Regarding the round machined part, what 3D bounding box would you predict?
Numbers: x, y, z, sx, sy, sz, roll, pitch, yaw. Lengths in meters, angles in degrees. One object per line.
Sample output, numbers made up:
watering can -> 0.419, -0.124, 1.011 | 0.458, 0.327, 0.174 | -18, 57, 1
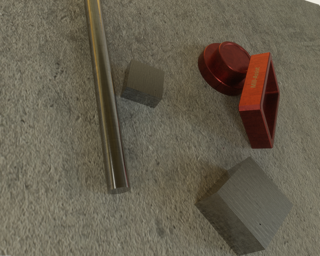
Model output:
round machined part -> 0.117, -0.106, 0.520 | 0.099, 0.042, 0.098 | 14, 56, -21

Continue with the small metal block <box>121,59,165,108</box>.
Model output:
small metal block -> -0.023, -0.061, 0.429 | 0.050, 0.025, 0.050 | 17, 55, -18

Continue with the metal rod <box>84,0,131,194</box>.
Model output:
metal rod -> -0.073, -0.063, 0.402 | 0.025, 0.025, 0.299 | 2, 61, -27

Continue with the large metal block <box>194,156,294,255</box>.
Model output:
large metal block -> 0.105, 0.096, 0.386 | 0.081, 0.050, 0.080 | -35, 82, -38

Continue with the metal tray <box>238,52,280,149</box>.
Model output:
metal tray -> 0.157, -0.043, 0.479 | 0.090, 0.030, 0.130 | 60, 40, -37
